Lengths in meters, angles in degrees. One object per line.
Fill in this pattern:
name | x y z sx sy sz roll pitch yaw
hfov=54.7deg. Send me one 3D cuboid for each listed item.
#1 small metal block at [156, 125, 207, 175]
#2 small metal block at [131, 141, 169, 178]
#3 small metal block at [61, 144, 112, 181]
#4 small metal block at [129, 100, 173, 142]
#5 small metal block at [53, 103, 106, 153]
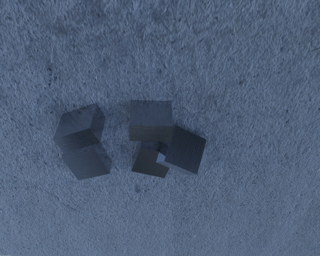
small metal block | 0.029 0.031 0.413 0.050 0.050 0.025 25 160 -20
small metal block | -0.010 0.042 0.443 0.050 0.025 0.050 14 129 -12
small metal block | -0.104 0.046 0.445 0.050 0.025 0.050 -14 129 11
small metal block | -0.011 -0.009 0.383 0.050 0.050 0.025 1 130 -2
small metal block | -0.100 0.000 0.389 0.050 0.050 0.025 -16 128 13
